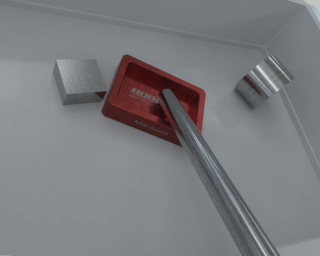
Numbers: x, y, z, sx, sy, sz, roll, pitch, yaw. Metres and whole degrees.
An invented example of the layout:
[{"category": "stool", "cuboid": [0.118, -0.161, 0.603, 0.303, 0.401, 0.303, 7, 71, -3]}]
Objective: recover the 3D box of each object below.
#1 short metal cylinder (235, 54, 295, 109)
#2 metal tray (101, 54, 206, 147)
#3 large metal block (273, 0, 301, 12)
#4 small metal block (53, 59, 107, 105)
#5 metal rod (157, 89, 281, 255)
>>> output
[{"category": "short metal cylinder", "cuboid": [0.172, -0.075, 0.512, 0.081, 0.080, 0.050, -31, 80, -38]}, {"category": "metal tray", "cuboid": [-0.004, -0.036, 0.423, 0.131, 0.030, 0.090, 22, 53, -15]}, {"category": "large metal block", "cuboid": [0.338, -0.345, 0.770, 0.081, 0.080, 0.050, -34, 82, -38]}, {"category": "small metal block", "cuboid": [-0.101, -0.058, 0.388, 0.050, 0.025, 0.050, -9, 66, -32]}, {"category": "metal rod", "cuboid": [0.050, 0.043, 0.307, 0.025, 0.025, 0.300, 8, 32, -25]}]
